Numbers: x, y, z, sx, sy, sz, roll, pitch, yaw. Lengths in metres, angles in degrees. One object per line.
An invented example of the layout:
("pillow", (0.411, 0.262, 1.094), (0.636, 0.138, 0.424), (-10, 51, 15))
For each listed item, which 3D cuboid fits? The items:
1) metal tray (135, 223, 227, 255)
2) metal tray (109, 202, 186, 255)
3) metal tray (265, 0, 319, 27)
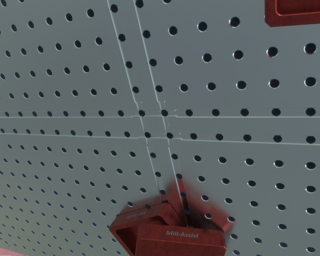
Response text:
("metal tray", (0.028, 0.195, 0.478), (0.131, 0.030, 0.089), (6, 120, -3))
("metal tray", (-0.015, 0.182, 0.526), (0.130, 0.030, 0.090), (-26, 105, 36))
("metal tray", (0.153, -0.133, 0.244), (0.130, 0.030, 0.089), (4, 120, 25))
